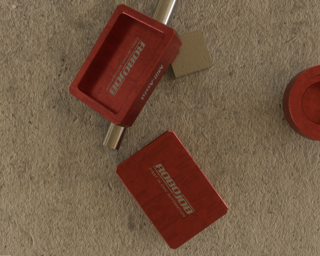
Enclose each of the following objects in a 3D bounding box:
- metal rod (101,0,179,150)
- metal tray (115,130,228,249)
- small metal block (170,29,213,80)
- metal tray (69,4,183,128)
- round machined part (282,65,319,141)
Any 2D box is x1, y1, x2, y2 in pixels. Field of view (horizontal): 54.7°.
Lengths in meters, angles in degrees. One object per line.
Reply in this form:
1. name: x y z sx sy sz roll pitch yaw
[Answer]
1. metal rod: -0.011 -0.114 0.409 0.025 0.025 0.299 22 90 -1
2. metal tray: 0.015 0.079 0.408 0.090 0.030 0.130 -36 90 -1
3. small metal block: 0.036 -0.097 0.410 0.050 0.025 0.050 -18 90 -1
4. metal tray: -0.044 -0.077 0.385 0.090 0.030 0.130 33 94 22
5. round machined part: 0.209 -0.032 0.404 0.099 0.042 0.097 0 90 -1
